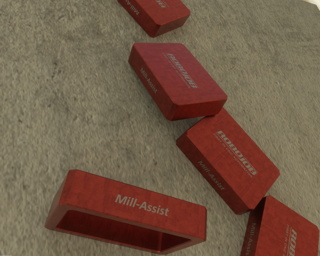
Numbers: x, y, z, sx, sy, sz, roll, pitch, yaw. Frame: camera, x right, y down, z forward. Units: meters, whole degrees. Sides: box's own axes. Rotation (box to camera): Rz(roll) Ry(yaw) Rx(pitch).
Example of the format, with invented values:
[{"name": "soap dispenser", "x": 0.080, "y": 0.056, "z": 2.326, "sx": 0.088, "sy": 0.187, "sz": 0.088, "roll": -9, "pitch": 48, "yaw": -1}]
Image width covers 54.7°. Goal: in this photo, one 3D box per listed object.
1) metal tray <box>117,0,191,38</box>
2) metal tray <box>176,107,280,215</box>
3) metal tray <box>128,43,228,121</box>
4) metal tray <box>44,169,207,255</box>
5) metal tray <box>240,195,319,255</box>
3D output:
[{"name": "metal tray", "x": -0.021, "y": -0.221, "z": 0.526, "sx": 0.130, "sy": 0.030, "sz": 0.091, "roll": 49, "pitch": 51, "yaw": 6}, {"name": "metal tray", "x": 0.096, "y": 0.041, "z": 0.429, "sx": 0.130, "sy": 0.030, "sz": 0.091, "roll": 50, "pitch": 51, "yaw": 6}, {"name": "metal tray", "x": 0.023, "y": -0.070, "z": 0.436, "sx": 0.091, "sy": 0.030, "sz": 0.130, "roll": -9, "pitch": 52, "yaw": -32}, {"name": "metal tray", "x": -0.033, "y": 0.085, "z": 0.293, "sx": 0.131, "sy": 0.090, "sz": 0.030, "roll": 20, "pitch": 54, "yaw": -17}, {"name": "metal tray", "x": 0.148, "y": 0.162, "z": 0.384, "sx": 0.090, "sy": 0.030, "sz": 0.130, "roll": 34, "pitch": 51, "yaw": -6}]
